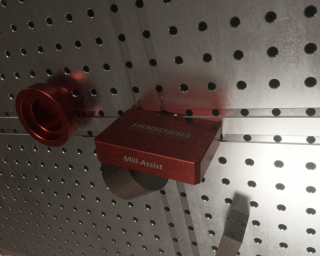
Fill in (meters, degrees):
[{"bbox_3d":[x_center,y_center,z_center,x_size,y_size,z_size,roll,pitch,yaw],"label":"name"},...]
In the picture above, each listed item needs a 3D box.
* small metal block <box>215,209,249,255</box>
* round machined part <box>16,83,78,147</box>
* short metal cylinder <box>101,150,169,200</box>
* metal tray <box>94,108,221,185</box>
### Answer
[{"bbox_3d":[0.102,0.152,0.435,0.025,0.050,0.050,20,126,16],"label":"small metal block"},{"bbox_3d":[-0.165,-0.023,0.470,0.098,0.042,0.097,13,124,20],"label":"round machined part"},{"bbox_3d":[-0.032,0.053,0.424,0.050,0.080,0.080,-28,103,37],"label":"short metal cylinder"},{"bbox_3d":[-0.001,0.017,0.378,0.130,0.090,0.030,11,123,22],"label":"metal tray"}]
